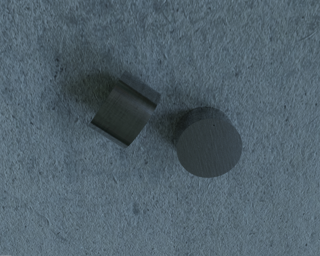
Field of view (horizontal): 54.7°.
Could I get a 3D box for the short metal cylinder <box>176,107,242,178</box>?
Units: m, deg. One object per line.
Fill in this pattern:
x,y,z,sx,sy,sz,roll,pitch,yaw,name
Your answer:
0.061,0.017,0.403,0.081,0.050,0.079,0,110,0,short metal cylinder

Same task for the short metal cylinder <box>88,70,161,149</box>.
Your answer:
-0.043,-0.022,0.372,0.050,0.080,0.080,34,107,-12,short metal cylinder
